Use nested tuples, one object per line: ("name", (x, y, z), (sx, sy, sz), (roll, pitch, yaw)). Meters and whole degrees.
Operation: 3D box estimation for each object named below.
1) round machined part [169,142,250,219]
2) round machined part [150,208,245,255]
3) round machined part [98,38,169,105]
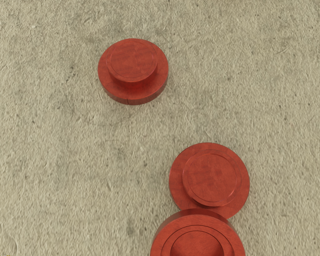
("round machined part", (0.060, 0.064, 0.376), (0.099, 0.042, 0.098), (0, 70, 0))
("round machined part", (0.040, 0.135, 0.338), (0.099, 0.042, 0.097), (0, 94, 3))
("round machined part", (-0.037, -0.084, 0.429), (0.099, 0.042, 0.098), (0, 70, 0))
